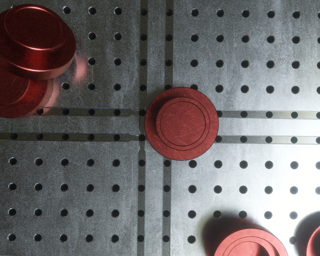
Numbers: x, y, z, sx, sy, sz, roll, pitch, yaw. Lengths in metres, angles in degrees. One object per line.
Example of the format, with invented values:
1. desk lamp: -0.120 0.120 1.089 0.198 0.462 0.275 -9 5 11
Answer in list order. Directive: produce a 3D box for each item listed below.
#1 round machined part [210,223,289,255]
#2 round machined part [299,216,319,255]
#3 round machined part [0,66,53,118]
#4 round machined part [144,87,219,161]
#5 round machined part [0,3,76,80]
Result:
1. round machined part: 0.113 0.173 0.407 0.099 0.042 0.097 0 90 -1
2. round machined part: 0.242 0.166 0.408 0.099 0.042 0.097 0 90 -1
3. round machined part: -0.195 -0.061 0.402 0.099 0.042 0.097 0 90 -1
4. round machined part: 0.028 -0.005 0.405 0.099 0.042 0.097 0 90 -1
5. round machined part: -0.153 -0.111 0.379 0.099 0.042 0.098 12 61 -22
